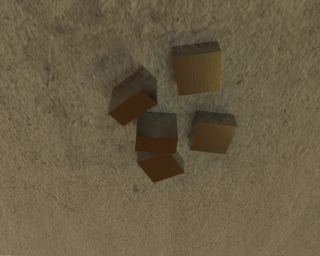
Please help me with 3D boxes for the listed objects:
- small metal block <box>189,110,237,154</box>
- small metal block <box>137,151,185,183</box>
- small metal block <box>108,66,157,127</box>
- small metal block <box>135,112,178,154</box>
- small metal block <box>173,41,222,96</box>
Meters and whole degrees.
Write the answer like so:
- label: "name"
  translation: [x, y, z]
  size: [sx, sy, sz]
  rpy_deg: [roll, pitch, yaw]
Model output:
- label: "small metal block"
  translation: [0.069, 0.006, 0.414]
  size: [0.050, 0.025, 0.050]
  rpy_deg: [7, 130, -6]
- label: "small metal block"
  translation: [0.002, 0.048, 0.449]
  size: [0.050, 0.025, 0.050]
  rpy_deg: [-21, 127, 16]
- label: "small metal block"
  translation: [-0.031, -0.037, 0.359]
  size: [0.050, 0.050, 0.025]
  rpy_deg: [-32, 123, 24]
- label: "small metal block"
  translation: [-0.005, 0.005, 0.395]
  size: [0.050, 0.050, 0.025]
  rpy_deg: [4, 130, -4]
- label: "small metal block"
  translation: [0.043, -0.067, 0.351]
  size: [0.050, 0.025, 0.050]
  rpy_deg: [-7, 130, 5]
